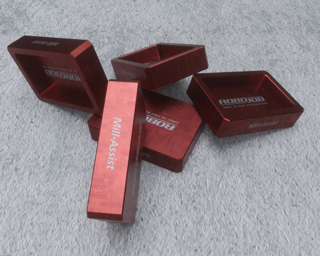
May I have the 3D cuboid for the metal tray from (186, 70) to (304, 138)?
[{"bbox_3d":[0.112,-0.036,0.412,0.131,0.030,0.090,-7,49,-26],"label":"metal tray"}]

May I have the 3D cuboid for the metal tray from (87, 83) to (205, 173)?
[{"bbox_3d":[-0.015,-0.005,0.405,0.130,0.030,0.090,20,53,15],"label":"metal tray"}]

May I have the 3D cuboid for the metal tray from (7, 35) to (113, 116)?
[{"bbox_3d":[-0.127,-0.069,0.399,0.130,0.090,0.030,14,50,32],"label":"metal tray"}]

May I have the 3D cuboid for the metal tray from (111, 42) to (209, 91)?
[{"bbox_3d":[-0.005,-0.092,0.440,0.091,0.030,0.130,-25,26,-20],"label":"metal tray"}]

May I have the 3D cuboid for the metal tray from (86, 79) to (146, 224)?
[{"bbox_3d":[-0.038,0.028,0.313,0.030,0.090,0.130,4,71,4],"label":"metal tray"}]
